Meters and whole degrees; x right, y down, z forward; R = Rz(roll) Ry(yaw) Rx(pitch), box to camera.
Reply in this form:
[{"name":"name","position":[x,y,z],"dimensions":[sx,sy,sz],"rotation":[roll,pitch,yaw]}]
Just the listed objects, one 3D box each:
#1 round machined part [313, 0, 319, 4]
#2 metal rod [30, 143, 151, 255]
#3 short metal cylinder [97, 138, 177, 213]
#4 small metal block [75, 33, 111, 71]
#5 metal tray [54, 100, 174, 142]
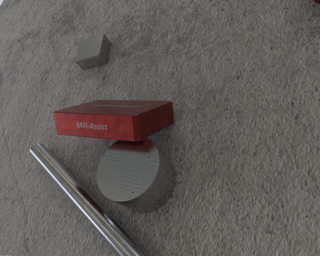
[{"name":"round machined part","position":[0.227,-0.196,0.394],"dimensions":[0.098,0.042,0.098],"rotation":[-13,56,21]},{"name":"metal rod","position":[-0.090,0.098,0.390],"dimensions":[0.300,0.025,0.025],"rotation":[32,80,38]},{"name":"short metal cylinder","position":[-0.027,0.055,0.368],"dimensions":[0.080,0.050,0.080],"rotation":[-13,56,21]},{"name":"small metal block","position":[-0.118,-0.134,0.548],"dimensions":[0.050,0.025,0.050],"rotation":[-10,58,23]},{"name":"metal tray","position":[-0.059,-0.014,0.403],"dimensions":[0.130,0.091,0.030],"rotation":[4,106,29]}]
